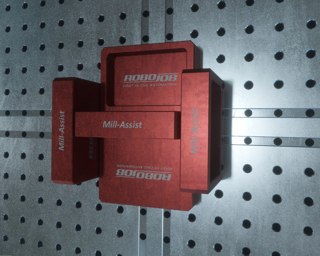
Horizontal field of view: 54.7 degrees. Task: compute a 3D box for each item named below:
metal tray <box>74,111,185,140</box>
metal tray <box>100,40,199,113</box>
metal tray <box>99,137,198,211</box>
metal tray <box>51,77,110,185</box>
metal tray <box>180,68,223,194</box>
[{"bbox_3d":[-0.027,-0.004,0.385,0.130,0.090,0.030,1,91,19],"label":"metal tray"},{"bbox_3d":[-0.015,-0.064,0.414,0.130,0.030,0.089,1,90,19],"label":"metal tray"},{"bbox_3d":[-0.017,0.057,0.413,0.130,0.030,0.089,1,90,19],"label":"metal tray"},{"bbox_3d":[-0.102,0.003,0.412,0.030,0.090,0.129,1,90,20],"label":"metal tray"},{"bbox_3d":[0.050,0.003,0.359,0.030,0.090,0.129,1,90,20],"label":"metal tray"}]
